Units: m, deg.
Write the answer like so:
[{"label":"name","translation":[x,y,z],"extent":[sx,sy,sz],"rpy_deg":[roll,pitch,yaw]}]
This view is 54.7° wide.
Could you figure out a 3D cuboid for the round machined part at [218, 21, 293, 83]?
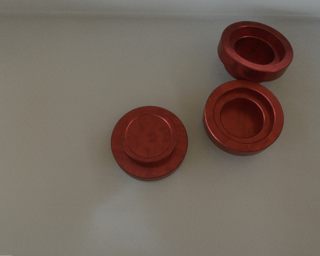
[{"label":"round machined part","translation":[0.127,-0.100,0.429],"extent":[0.099,0.042,0.098],"rpy_deg":[4,56,-6]}]

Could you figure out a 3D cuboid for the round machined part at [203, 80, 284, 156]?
[{"label":"round machined part","translation":[0.105,-0.010,0.405],"extent":[0.099,0.042,0.098],"rpy_deg":[0,70,0]}]

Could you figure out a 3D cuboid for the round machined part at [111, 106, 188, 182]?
[{"label":"round machined part","translation":[-0.014,0.016,0.394],"extent":[0.099,0.042,0.098],"rpy_deg":[0,70,0]}]
